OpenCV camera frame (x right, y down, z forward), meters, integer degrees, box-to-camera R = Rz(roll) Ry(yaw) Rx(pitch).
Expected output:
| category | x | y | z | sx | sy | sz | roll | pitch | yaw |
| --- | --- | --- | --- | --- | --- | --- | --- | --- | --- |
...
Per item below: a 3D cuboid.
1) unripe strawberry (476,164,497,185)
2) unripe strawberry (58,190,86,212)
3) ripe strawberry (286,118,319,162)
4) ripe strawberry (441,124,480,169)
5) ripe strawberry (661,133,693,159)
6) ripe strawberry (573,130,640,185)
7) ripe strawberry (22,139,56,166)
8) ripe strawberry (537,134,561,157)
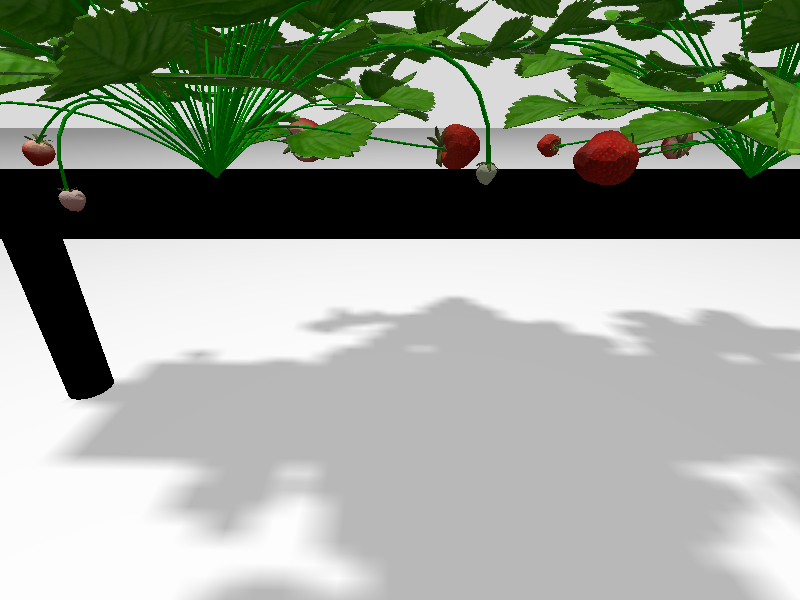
| category | x | y | z | sx | sy | sz | roll | pitch | yaw |
| --- | --- | --- | --- | --- | --- | --- | --- | --- | --- |
| unripe strawberry | 0.049 | -0.071 | 0.228 | 0.011 | 0.011 | 0.011 | 13 | 28 | 26 |
| unripe strawberry | -0.163 | -0.049 | 0.199 | 0.010 | 0.011 | 0.011 | 1 | 25 | 3 |
| ripe strawberry | -0.104 | -0.184 | 0.461 | 0.045 | 0.047 | 0.049 | 8 | 25 | 17 |
| ripe strawberry | 0.057 | -0.144 | 0.376 | 0.039 | 0.040 | 0.035 | -5 | 25 | -13 |
| ripe strawberry | 0.326 | -0.185 | 0.472 | 0.031 | 0.035 | 0.033 | 5 | 24 | 10 |
| ripe strawberry | 0.145 | -0.102 | 0.287 | 0.042 | 0.036 | 0.042 | -8 | 26 | -15 |
| ripe strawberry | -0.377 | -0.153 | 0.418 | 0.024 | 0.028 | 0.028 | 38 | 33 | 5 |
| ripe strawberry | 0.189 | -0.198 | 0.513 | 0.027 | 0.028 | 0.029 | -13 | 27 | -25 |
